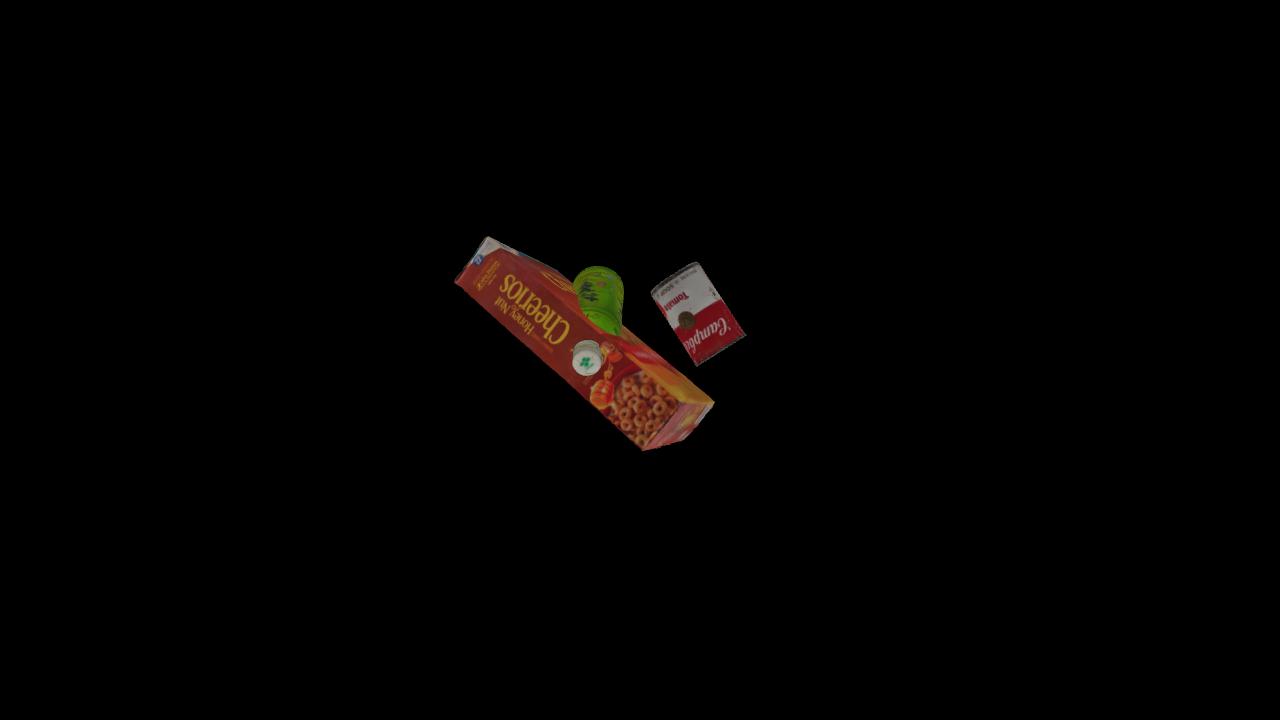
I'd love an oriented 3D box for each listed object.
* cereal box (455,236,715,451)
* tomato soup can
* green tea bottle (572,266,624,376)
[{"bbox_3d":[-0.059,-0.019,0.763,0.306,0.081,0.203,41,7,16],"label":"cereal box"},{"bbox_3d":[0.066,-0.053,0.699,0.068,0.101,0.068,-32,-3,-2],"label":"tomato soup can"},{"bbox_3d":[-0.056,-0.045,0.734,0.073,0.073,0.212,0,31,0],"label":"green tea bottle"}]
